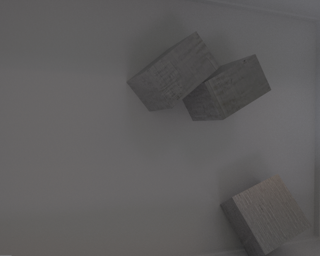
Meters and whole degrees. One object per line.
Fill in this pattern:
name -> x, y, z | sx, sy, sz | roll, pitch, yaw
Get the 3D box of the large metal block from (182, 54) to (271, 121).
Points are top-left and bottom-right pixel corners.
large metal block -> 0.082, -0.051, 0.411 | 0.080, 0.080, 0.050 | -30, 100, -17

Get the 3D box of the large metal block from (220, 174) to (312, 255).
large metal block -> 0.145, 0.122, 0.434 | 0.081, 0.050, 0.080 | -21, 70, -19

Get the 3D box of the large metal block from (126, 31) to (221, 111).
large metal block -> 0.014, -0.066, 0.386 | 0.080, 0.080, 0.050 | -41, 103, -15
